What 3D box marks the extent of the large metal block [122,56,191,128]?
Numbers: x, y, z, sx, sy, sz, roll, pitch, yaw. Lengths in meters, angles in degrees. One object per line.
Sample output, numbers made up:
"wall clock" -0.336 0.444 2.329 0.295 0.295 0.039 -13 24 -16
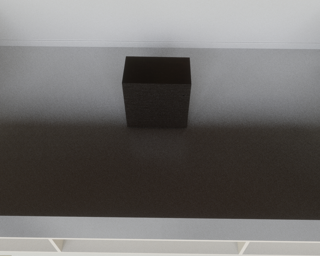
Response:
"large metal block" -0.003 -0.045 0.405 0.080 0.080 0.050 1 50 0
